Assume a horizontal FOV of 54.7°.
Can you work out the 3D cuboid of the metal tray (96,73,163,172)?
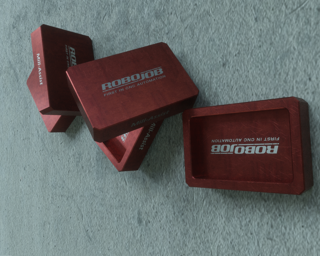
[{"bbox_3d":[-0.041,-0.016,0.429,0.090,0.030,0.129,44,116,37],"label":"metal tray"}]

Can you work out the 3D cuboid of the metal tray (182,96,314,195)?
[{"bbox_3d":[0.087,0.019,0.329,0.130,0.030,0.089,-4,87,40],"label":"metal tray"}]

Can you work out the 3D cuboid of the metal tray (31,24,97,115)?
[{"bbox_3d":[-0.144,-0.086,0.481,0.030,0.091,0.129,-15,81,39],"label":"metal tray"}]

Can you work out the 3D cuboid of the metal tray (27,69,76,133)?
[{"bbox_3d":[-0.191,-0.067,0.559,0.090,0.030,0.130,-48,62,29],"label":"metal tray"}]

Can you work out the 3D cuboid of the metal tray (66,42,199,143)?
[{"bbox_3d":[-0.032,-0.047,0.366,0.090,0.131,0.030,60,157,23],"label":"metal tray"}]
